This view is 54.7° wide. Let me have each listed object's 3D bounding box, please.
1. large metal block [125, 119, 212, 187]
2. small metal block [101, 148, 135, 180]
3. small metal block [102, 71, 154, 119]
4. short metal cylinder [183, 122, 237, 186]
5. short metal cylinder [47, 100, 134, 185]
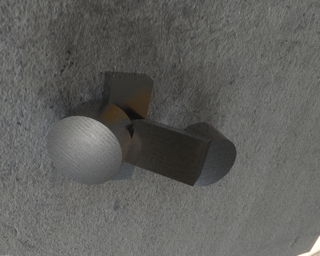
[{"bbox_3d":[0.014,0.027,0.374,0.080,0.080,0.050,1,107,-77],"label":"large metal block"},{"bbox_3d":[-0.059,0.040,0.402,0.050,0.025,0.050,3,117,-30],"label":"small metal block"},{"bbox_3d":[-0.039,-0.038,0.364,0.050,0.025,0.050,-1,119,-28],"label":"small metal block"},{"bbox_3d":[0.063,0.038,0.452,0.081,0.050,0.079,-14,125,-21],"label":"short metal cylinder"},{"bbox_3d":[-0.073,0.015,0.339,0.080,0.050,0.079,4,114,9],"label":"short metal cylinder"}]
